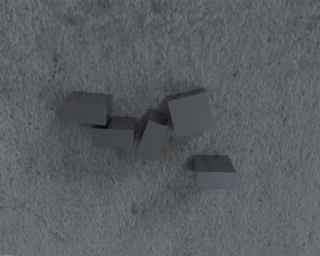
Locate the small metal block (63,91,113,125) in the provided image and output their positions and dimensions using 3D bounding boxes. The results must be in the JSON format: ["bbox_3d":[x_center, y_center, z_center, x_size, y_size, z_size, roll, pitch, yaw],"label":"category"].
[{"bbox_3d":[-0.088,-0.026,0.386,0.050,0.050,0.025,6,110,-3],"label":"small metal block"}]

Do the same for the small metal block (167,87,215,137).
[{"bbox_3d":[0.040,-0.020,0.403,0.050,0.025,0.050,-13,110,4],"label":"small metal block"}]

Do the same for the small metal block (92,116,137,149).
[{"bbox_3d":[-0.057,0.005,0.397,0.050,0.050,0.025,3,110,-2],"label":"small metal block"}]

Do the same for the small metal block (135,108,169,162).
[{"bbox_3d":[-0.011,0.008,0.399,0.025,0.050,0.050,19,109,-7],"label":"small metal block"}]

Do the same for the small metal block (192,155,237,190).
[{"bbox_3d":[0.072,0.059,0.419,0.050,0.050,0.025,2,110,-1],"label":"small metal block"}]
